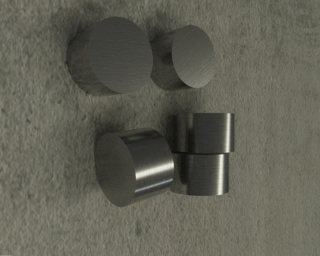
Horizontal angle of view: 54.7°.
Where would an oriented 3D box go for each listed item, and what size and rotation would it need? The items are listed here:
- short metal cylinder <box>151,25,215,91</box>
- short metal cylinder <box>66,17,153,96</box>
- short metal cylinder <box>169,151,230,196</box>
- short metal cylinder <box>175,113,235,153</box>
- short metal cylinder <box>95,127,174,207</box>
[{"bbox_3d":[0.029,-0.091,0.414,0.081,0.050,0.079,0,90,-40],"label":"short metal cylinder"},{"bbox_3d":[-0.055,-0.076,0.344,0.081,0.050,0.079,0,90,-40],"label":"short metal cylinder"},{"bbox_3d":[0.052,0.057,0.415,0.081,0.080,0.050,0,90,-40],"label":"short metal cylinder"},{"bbox_3d":[0.061,0.006,0.423,0.081,0.080,0.050,0,90,-40],"label":"short metal cylinder"},{"bbox_3d":[-0.030,0.042,0.345,0.050,0.080,0.079,-9,96,-40],"label":"short metal cylinder"}]
